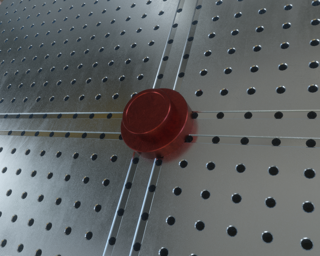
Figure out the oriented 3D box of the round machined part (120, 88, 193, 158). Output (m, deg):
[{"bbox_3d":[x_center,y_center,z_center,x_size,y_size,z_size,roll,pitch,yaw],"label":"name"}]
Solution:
[{"bbox_3d":[-0.010,-0.013,0.409,0.098,0.042,0.098,-13,56,20],"label":"round machined part"}]
